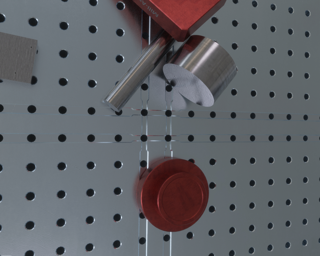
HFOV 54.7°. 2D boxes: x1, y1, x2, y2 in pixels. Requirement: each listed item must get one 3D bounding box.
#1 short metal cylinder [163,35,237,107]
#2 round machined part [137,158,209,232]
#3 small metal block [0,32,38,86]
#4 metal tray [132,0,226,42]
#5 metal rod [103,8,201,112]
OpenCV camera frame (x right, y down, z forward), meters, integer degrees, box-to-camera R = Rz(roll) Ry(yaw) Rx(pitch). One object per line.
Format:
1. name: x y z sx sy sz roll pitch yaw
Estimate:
1. short metal cylinder: 0.051 -0.073 0.402 0.080 0.080 0.050 42 77 -15
2. round machined part: 0.022 0.090 0.412 0.099 0.042 0.097 0 90 -20
3. small metal block: -0.169 -0.078 0.350 0.050 0.025 0.050 9 87 -20
4. metal tray: 0.012 -0.183 0.392 0.130 0.030 0.090 44 75 5
5. metal rod: 0.028 -0.144 0.422 0.025 0.025 0.300 41 77 -16
